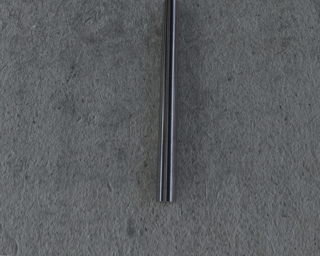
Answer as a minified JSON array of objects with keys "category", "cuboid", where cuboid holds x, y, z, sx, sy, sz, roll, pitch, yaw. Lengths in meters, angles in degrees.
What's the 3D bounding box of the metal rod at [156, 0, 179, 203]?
[{"category":"metal rod","cuboid":[0.012,-0.050,0.426,0.025,0.025,0.299,2,70,1]}]
